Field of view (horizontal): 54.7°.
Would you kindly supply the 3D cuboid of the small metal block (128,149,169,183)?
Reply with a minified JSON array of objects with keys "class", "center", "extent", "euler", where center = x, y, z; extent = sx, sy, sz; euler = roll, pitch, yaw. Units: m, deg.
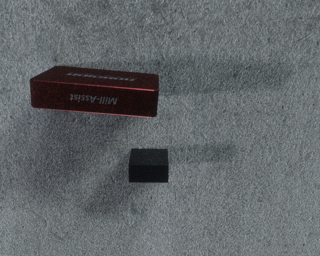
[{"class":"small metal block","center":[-0.015,0.049,0.415],"extent":[0.050,0.050,0.025],"euler":[1,110,-1]}]

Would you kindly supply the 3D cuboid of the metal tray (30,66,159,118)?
[{"class":"metal tray","center":[-0.068,-0.045,0.357],"extent":[0.131,0.090,0.030],"euler":[5,110,-2]}]
